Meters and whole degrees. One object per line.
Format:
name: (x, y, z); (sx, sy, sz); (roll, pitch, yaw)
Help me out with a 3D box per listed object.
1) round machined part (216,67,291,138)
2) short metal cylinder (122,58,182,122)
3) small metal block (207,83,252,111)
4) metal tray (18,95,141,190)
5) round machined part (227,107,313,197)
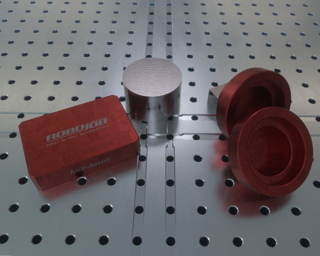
round machined part: (0.112, -0.028, 0.391); (0.099, 0.097, 0.042); (-21, 29, -17)
short metal cylinder: (-0.010, -0.055, 0.437); (0.081, 0.050, 0.080); (0, 50, 0)
small metal block: (0.104, -0.039, 0.441); (0.050, 0.025, 0.050); (-21, 53, -17)
metal tray: (-0.101, 0.013, 0.392); (0.131, 0.030, 0.090); (-19, 53, -16)
round machined part: (0.120, 0.026, 0.354); (0.099, 0.042, 0.097); (1, 86, -18)
